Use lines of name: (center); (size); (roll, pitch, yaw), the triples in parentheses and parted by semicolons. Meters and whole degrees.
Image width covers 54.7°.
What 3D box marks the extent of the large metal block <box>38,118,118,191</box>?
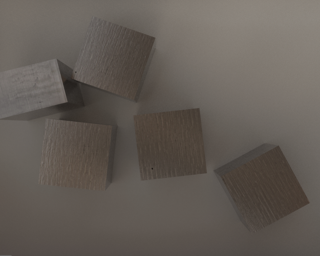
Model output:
large metal block: (-0.102, 0.032, 0.398); (0.081, 0.050, 0.079); (6, 90, -1)

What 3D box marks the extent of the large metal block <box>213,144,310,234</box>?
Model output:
large metal block: (0.128, 0.075, 0.401); (0.080, 0.050, 0.080); (-28, 90, 0)

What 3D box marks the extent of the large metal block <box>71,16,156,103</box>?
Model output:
large metal block: (-0.057, -0.085, 0.398); (0.080, 0.050, 0.080); (19, 90, -1)

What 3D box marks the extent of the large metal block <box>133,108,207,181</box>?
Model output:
large metal block: (0.012, 0.020, 0.399); (0.081, 0.050, 0.079); (-7, 90, -1)

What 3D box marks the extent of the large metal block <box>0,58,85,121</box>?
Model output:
large metal block: (-0.148, -0.043, 0.382); (0.080, 0.080, 0.050); (-14, 90, 0)
